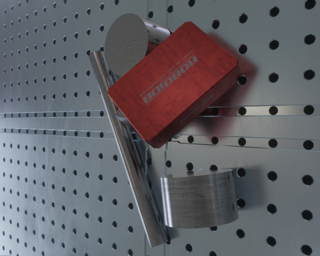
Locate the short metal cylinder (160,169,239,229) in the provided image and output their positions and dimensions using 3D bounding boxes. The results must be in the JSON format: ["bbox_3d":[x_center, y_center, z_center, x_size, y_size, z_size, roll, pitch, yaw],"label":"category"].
[{"bbox_3d":[0.042,0.074,0.339,0.080,0.081,0.050,-10,84,39],"label":"short metal cylinder"}]

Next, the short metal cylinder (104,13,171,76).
[{"bbox_3d":[-0.029,-0.107,0.417,0.080,0.050,0.079,0,90,40],"label":"short metal cylinder"}]

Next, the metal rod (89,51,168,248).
[{"bbox_3d":[-0.051,0.019,0.451,0.025,0.025,0.299,-32,70,35],"label":"metal rod"}]

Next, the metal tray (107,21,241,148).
[{"bbox_3d":[0.015,-0.051,0.357,0.130,0.030,0.090,-41,62,1],"label":"metal tray"}]

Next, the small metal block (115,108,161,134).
[{"bbox_3d":[-0.022,-0.011,0.407,0.050,0.050,0.025,11,70,39],"label":"small metal block"}]
